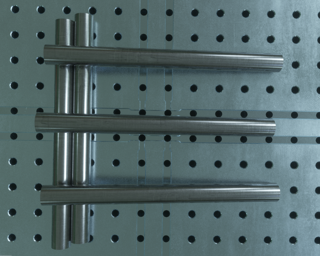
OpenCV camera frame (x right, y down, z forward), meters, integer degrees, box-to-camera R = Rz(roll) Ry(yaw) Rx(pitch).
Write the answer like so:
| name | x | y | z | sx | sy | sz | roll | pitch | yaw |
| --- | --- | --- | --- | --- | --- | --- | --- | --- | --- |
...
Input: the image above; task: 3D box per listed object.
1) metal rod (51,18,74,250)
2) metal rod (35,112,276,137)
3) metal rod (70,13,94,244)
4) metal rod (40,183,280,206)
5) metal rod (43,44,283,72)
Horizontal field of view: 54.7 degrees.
| name | x | y | z | sx | sy | sz | roll | pitch | yaw |
| --- | --- | --- | --- | --- | --- | --- | --- | --- | --- |
| metal rod | -0.128 | 0.008 | 0.411 | 0.025 | 0.025 | 0.298 | 1 | 90 | -1 |
| metal rod | 0.000 | -0.004 | 0.398 | 0.302 | 0.025 | 0.025 | 1 | 90 | -7 |
| metal rod | -0.103 | 0.001 | 0.411 | 0.025 | 0.025 | 0.298 | 1 | 90 | -1 |
| metal rod | 0.006 | 0.085 | 0.399 | 0.302 | 0.025 | 0.025 | 1 | 90 | -7 |
| metal rod | 0.010 | -0.089 | 0.399 | 0.302 | 0.025 | 0.025 | 1 | 90 | -7 |
